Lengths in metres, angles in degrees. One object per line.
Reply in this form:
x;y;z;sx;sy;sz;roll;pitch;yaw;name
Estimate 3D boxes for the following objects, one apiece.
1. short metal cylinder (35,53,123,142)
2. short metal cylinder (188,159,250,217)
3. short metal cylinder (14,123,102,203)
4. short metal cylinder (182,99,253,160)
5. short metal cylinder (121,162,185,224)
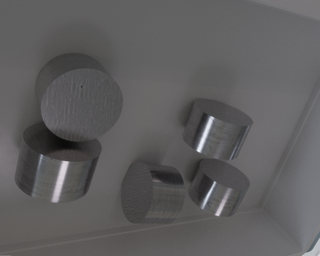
-0.085;-0.033;0.325;0.081;0.050;0.079;-14;124;-21;short metal cylinder
0.090;0.090;0.478;0.081;0.080;0.050;6;116;-31;short metal cylinder
-0.109;0.035;0.335;0.081;0.080;0.050;7;115;-32;short metal cylinder
0.076;0.000;0.414;0.081;0.080;0.050;4;117;-30;short metal cylinder
-0.011;0.089;0.422;0.050;0.080;0.080;13;112;-34;short metal cylinder
